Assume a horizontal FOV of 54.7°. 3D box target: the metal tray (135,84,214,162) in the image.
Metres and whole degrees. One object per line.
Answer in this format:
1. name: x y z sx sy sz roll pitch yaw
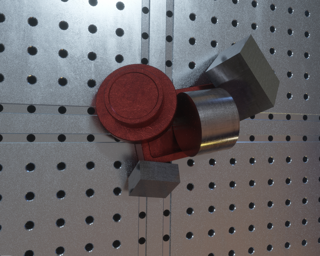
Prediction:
1. metal tray: 0.029 -0.007 0.418 0.131 0.030 0.089 -12 94 -20

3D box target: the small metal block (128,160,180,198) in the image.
1. small metal block: -0.009 0.066 0.390 0.050 0.050 0.025 8 53 -19

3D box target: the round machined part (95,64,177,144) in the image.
1. round machined part: -0.029 -0.032 0.369 0.099 0.042 0.098 -1 76 3

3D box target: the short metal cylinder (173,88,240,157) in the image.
1. short metal cylinder: 0.054 -0.008 0.386 0.050 0.080 0.079 -10 94 -21

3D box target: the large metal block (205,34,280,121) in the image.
1. large metal block: 0.114 -0.068 0.417 0.080 0.050 0.080 53 38 -13
